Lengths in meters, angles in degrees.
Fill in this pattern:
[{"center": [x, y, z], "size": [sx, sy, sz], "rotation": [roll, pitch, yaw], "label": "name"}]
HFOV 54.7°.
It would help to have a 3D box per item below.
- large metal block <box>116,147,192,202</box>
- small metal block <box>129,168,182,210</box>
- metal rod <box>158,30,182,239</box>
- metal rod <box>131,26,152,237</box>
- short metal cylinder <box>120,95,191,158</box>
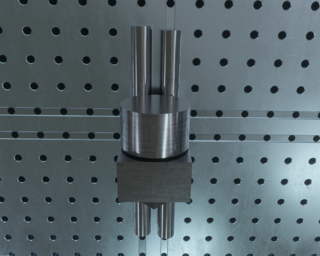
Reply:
[{"center": [-0.006, 0.046, 0.374], "size": [0.081, 0.080, 0.050], "rotation": [0, 110, -1], "label": "large metal block"}, {"center": [-0.007, 0.075, 0.403], "size": [0.050, 0.050, 0.025], "rotation": [-18, 118, -42], "label": "small metal block"}, {"center": [0.011, 0.022, 0.423], "size": [0.025, 0.025, 0.298], "rotation": [1, 110, -1], "label": "metal rod"}, {"center": [-0.024, 0.018, 0.421], "size": [0.025, 0.025, 0.298], "rotation": [1, 110, -1], "label": "metal rod"}, {"center": [-0.006, -0.005, 0.360], "size": [0.081, 0.080, 0.050], "rotation": [1, 110, -1], "label": "short metal cylinder"}]
